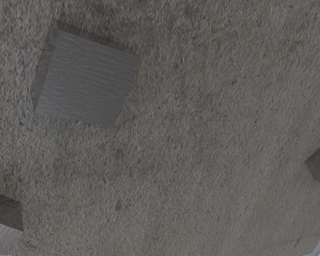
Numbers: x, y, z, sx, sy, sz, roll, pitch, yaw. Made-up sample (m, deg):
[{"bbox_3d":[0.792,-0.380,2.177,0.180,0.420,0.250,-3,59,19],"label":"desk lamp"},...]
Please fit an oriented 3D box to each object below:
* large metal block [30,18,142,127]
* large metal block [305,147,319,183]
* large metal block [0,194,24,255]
[{"bbox_3d":[-0.077,-0.053,0.315,0.081,0.050,0.079,12,112,-33],"label":"large metal block"},{"bbox_3d":[0.353,0.074,0.629,0.080,0.050,0.080,-43,129,2],"label":"large metal block"},{"bbox_3d":[-0.214,0.112,0.343,0.080,0.050,0.080,-45,129,3],"label":"large metal block"}]
